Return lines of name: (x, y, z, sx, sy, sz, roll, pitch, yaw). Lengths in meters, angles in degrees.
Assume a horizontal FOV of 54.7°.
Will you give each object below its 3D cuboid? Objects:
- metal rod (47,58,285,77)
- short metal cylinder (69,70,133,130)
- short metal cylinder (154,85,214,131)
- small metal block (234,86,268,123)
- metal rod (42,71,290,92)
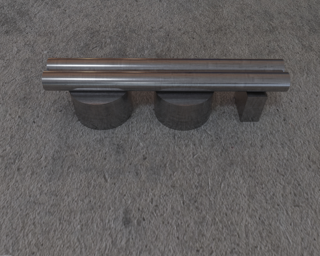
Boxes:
metal rod: (0.008, -0.079, 0.405, 0.302, 0.025, 0.025, 0, 50, 0)
short metal cylinder: (-0.079, -0.043, 0.423, 0.081, 0.050, 0.080, 0, 50, 0)
short metal cylinder: (0.032, -0.042, 0.424, 0.081, 0.050, 0.080, 0, 50, 0)
small metal block: (0.123, -0.042, 0.426, 0.025, 0.050, 0.050, -1, 50, -1)
metal rod: (0.008, -0.058, 0.388, 0.302, 0.025, 0.025, 0, 50, 0)
